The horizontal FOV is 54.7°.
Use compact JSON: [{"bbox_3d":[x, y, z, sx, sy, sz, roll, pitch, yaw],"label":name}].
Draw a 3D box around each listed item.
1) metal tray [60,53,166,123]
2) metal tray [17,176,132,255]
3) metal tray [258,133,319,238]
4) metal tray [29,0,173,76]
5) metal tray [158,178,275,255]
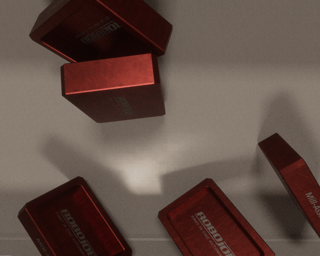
[{"bbox_3d":[-0.043,-0.037,0.343,0.091,0.130,0.030,-7,79,2],"label":"metal tray"},{"bbox_3d":[-0.106,0.137,0.399,0.030,0.091,0.130,-42,80,38],"label":"metal tray"},{"bbox_3d":[0.185,0.078,0.407,0.030,0.090,0.130,-33,107,11],"label":"metal tray"},{"bbox_3d":[-0.063,-0.096,0.311,0.090,0.130,0.030,29,69,-36],"label":"metal tray"},{"bbox_3d":[0.069,0.141,0.401,0.090,0.130,0.030,-33,147,-9],"label":"metal tray"}]
